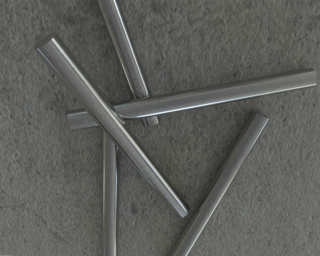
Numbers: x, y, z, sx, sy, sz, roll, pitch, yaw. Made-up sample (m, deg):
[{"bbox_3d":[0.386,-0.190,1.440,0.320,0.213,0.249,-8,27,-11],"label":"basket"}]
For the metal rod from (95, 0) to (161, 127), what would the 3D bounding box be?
[{"bbox_3d":[-0.058,-0.139,0.357,0.025,0.025,0.298,-18,109,6],"label":"metal rod"}]

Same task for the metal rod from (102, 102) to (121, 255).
[{"bbox_3d":[-0.072,0.109,0.448,0.025,0.025,0.298,3,110,-2],"label":"metal rod"}]

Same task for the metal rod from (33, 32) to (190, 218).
[{"bbox_3d":[-0.036,0.021,0.369,0.025,0.025,0.299,-28,126,9],"label":"metal rod"}]

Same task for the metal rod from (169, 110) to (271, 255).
[{"bbox_3d":[0.072,0.110,0.451,0.025,0.025,0.298,23,108,-9],"label":"metal rod"}]

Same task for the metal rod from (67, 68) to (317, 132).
[{"bbox_3d":[0.042,-0.036,0.377,0.302,0.025,0.025,-11,110,-5],"label":"metal rod"}]
